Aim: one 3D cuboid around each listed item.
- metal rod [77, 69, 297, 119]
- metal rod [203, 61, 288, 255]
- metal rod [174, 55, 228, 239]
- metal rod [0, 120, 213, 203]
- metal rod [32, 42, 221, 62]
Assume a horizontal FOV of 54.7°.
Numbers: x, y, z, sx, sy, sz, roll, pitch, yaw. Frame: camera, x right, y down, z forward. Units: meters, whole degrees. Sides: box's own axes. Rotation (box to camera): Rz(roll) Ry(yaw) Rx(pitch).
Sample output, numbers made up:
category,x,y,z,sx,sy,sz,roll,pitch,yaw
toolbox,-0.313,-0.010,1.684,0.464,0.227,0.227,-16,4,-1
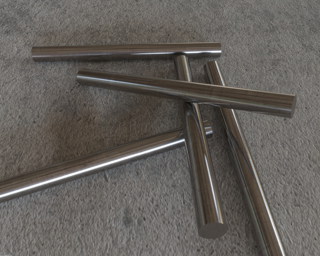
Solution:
category,x,y,z,sx,sy,sz,roll,pitch,yaw
metal rod,0.010,-0.050,0.393,0.300,0.025,0.025,12,49,30
metal rod,0.096,0.019,0.387,0.025,0.025,0.300,-5,50,-4
metal rod,0.039,-0.009,0.376,0.025,0.025,0.300,-1,40,-1
metal rod,-0.079,0.042,0.367,0.302,0.025,0.025,-16,52,-14
metal rod,-0.052,-0.124,0.507,0.302,0.025,0.025,-2,50,-2
